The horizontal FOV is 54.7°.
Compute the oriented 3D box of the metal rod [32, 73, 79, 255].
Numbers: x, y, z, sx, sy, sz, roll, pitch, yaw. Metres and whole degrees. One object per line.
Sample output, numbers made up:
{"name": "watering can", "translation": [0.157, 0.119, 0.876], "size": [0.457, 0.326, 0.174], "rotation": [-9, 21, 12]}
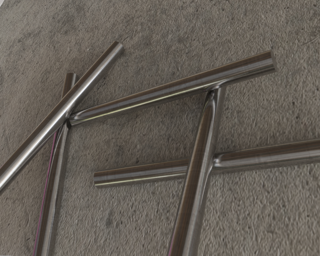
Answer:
{"name": "metal rod", "translation": [-0.148, 0.039, 0.457], "size": [0.025, 0.025, 0.299], "rotation": [-15, 55, 20]}

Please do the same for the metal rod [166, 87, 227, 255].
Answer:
{"name": "metal rod", "translation": [0.036, 0.054, 0.306], "size": [0.025, 0.025, 0.300], "rotation": [-4, 45, 26]}

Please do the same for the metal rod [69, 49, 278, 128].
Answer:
{"name": "metal rod", "translation": [-0.004, -0.042, 0.406], "size": [0.300, 0.025, 0.025], "rotation": [-13, 56, 30]}

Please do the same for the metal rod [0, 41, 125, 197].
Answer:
{"name": "metal rod", "translation": [-0.148, -0.024, 0.466], "size": [0.025, 0.025, 0.301], "rotation": [17, 61, 35]}

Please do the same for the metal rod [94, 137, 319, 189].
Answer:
{"name": "metal rod", "translation": [0.058, 0.041, 0.348], "size": [0.300, 0.025, 0.025], "rotation": [-11, 57, 22]}
